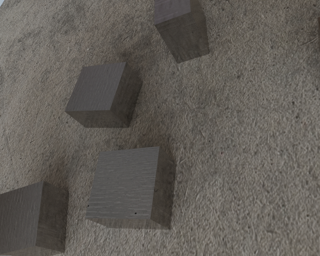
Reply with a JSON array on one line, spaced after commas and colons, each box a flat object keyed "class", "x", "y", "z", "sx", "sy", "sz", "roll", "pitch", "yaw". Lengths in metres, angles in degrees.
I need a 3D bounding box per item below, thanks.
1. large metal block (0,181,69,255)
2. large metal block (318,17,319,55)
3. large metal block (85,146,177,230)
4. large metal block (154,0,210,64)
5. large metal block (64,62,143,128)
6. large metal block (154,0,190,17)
[{"class": "large metal block", "x": -0.170, "y": 0.123, "z": 0.402, "sx": 0.080, "sy": 0.050, "sz": 0.080, "roll": -18, "pitch": 54, "yaw": 17}, {"class": "large metal block", "x": 0.215, "y": -0.079, "z": 0.323, "sx": 0.080, "sy": 0.050, "sz": 0.080, "roll": -6, "pitch": 59, "yaw": 25}, {"class": "large metal block", "x": -0.031, "y": 0.071, "z": 0.360, "sx": 0.080, "sy": 0.050, "sz": 0.080, "roll": -7, "pitch": 59, "yaw": 24}, {"class": "large metal block", "x": 0.032, "y": -0.155, "z": 0.447, "sx": 0.050, "sy": 0.080, "sz": 0.080, "roll": -14, "pitch": 56, "yaw": 21}, {"class": "large metal block", "x": -0.081, "y": -0.047, "z": 0.460, "sx": 0.080, "sy": 0.050, "sz": 0.080, "roll": 0, "pitch": 62, "yaw": 28}, {"class": "large metal block", "x": 0.008, "y": -0.251, "z": 0.518, "sx": 0.050, "sy": 0.080, "sz": 0.080, "roll": -18, "pitch": 55, "yaw": 18}]
